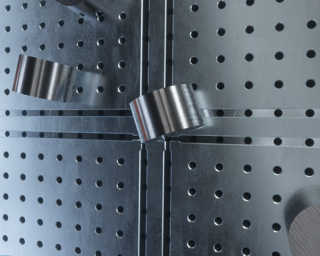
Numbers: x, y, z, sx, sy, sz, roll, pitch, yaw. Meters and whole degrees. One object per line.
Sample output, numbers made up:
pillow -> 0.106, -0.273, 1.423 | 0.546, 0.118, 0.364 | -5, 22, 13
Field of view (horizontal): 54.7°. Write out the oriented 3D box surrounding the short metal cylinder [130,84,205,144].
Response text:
short metal cylinder -> 0.009, -0.016, 0.380 | 0.080, 0.080, 0.050 | -19, 84, 19

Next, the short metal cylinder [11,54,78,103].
short metal cylinder -> -0.162, -0.069, 0.439 | 0.080, 0.080, 0.050 | 15, 95, 19

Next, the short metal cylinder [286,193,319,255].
short metal cylinder -> 0.181, 0.116, 0.336 | 0.080, 0.050, 0.079 | 0, 90, 19

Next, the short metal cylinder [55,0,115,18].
short metal cylinder -> -0.108, -0.203, 0.436 | 0.080, 0.050, 0.079 | 0, 90, 19
